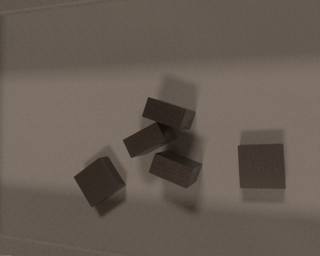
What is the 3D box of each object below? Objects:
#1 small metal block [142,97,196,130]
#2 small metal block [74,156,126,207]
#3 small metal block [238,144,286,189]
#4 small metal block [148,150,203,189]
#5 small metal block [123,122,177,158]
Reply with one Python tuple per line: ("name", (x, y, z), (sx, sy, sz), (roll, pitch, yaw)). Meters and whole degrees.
("small metal block", (0.013, -0.018, 0.392), (0.050, 0.050, 0.025), (20, 96, 18))
("small metal block", (-0.085, 0.076, 0.439), (0.050, 0.025, 0.050), (-37, 79, 16))
("small metal block", (0.121, 0.045, 0.368), (0.050, 0.025, 0.050), (-3, 89, 19))
("small metal block", (0.021, 0.050, 0.389), (0.050, 0.050, 0.025), (21, 97, 18))
("small metal block", (-0.012, 0.015, 0.400), (0.050, 0.050, 0.025), (-28, 81, 17))
